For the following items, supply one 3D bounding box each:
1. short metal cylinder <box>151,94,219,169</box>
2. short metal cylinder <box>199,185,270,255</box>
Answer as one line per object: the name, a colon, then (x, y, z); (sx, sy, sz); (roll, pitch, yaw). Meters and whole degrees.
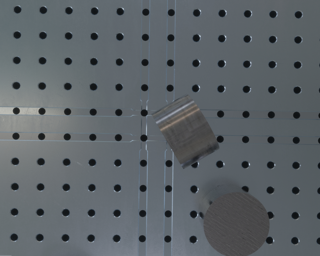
short metal cylinder: (0.031, 0.004, 0.386); (0.050, 0.080, 0.080); (-30, 90, 0)
short metal cylinder: (0.093, 0.118, 0.402); (0.081, 0.050, 0.079); (0, 90, 0)
